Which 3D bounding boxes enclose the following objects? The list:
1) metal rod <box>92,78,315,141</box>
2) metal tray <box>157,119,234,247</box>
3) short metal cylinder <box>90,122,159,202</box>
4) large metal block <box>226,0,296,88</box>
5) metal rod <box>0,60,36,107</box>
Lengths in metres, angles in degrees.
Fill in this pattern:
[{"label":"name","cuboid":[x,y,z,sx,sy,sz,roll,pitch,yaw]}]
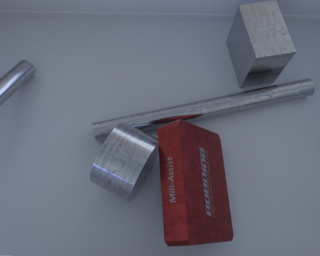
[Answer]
[{"label":"metal rod","cuboid":[0.062,-0.026,0.419,0.302,0.025,0.025,-12,71,-5]},{"label":"metal tray","cuboid":[0.041,0.063,0.353,0.030,0.090,0.129,-19,65,37]},{"label":"short metal cylinder","cuboid":[-0.038,0.040,0.365,0.050,0.080,0.080,26,72,9]},{"label":"large metal block","cuboid":[0.133,-0.111,0.423,0.050,0.080,0.080,-10,71,-4]},{"label":"metal rod","cuboid":[-0.236,0.015,0.341,0.025,0.025,0.301,19,48,7]}]
